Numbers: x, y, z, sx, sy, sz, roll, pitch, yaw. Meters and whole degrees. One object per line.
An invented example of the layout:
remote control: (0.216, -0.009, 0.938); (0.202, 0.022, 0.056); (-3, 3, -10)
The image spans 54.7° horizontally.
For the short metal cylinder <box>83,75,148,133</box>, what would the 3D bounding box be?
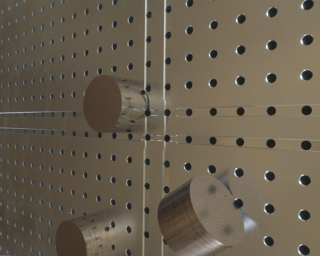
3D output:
short metal cylinder: (-0.064, -0.033, 0.444); (0.080, 0.050, 0.079); (0, 90, 39)

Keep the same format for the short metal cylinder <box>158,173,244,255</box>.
short metal cylinder: (0.045, 0.097, 0.335); (0.050, 0.081, 0.080); (-41, 65, 32)

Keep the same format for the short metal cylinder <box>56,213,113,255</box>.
short metal cylinder: (-0.120, 0.181, 0.489); (0.080, 0.050, 0.079); (0, 90, 39)
